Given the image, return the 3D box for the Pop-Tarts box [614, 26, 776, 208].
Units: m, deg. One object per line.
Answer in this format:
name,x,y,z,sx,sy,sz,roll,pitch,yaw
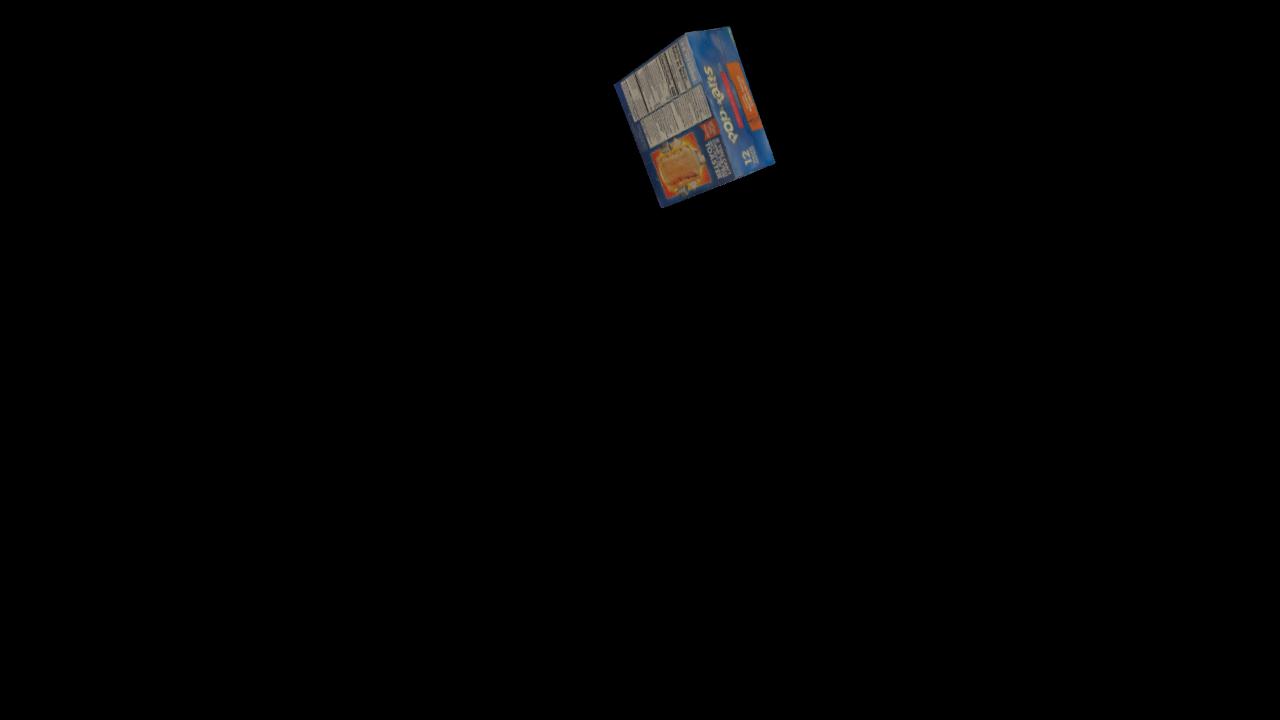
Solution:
Pop-Tarts box,0.066,-0.293,0.761,0.083,0.167,0.141,-32,16,-34
